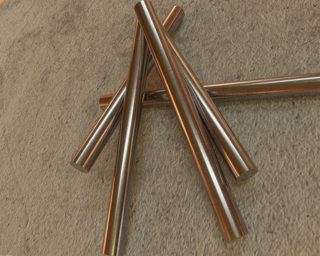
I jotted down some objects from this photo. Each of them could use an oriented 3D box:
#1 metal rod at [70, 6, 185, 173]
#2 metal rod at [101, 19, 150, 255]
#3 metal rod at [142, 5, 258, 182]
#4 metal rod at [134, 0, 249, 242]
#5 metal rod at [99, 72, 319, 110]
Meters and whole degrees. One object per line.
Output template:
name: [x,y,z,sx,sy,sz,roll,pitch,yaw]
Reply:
metal rod: [-0.033,-0.071,0.435,0.025,0.025,0.300,9,57,32]
metal rod: [-0.037,-0.002,0.386,0.025,0.025,0.299,-2,73,27]
metal rod: [0.032,-0.065,0.392,0.025,0.025,0.299,-31,57,8]
metal rod: [0.026,-0.026,0.352,0.025,0.025,0.299,-25,69,13]
metal rod: [0.050,-0.043,0.404,0.300,0.025,0.025,-2,61,27]
